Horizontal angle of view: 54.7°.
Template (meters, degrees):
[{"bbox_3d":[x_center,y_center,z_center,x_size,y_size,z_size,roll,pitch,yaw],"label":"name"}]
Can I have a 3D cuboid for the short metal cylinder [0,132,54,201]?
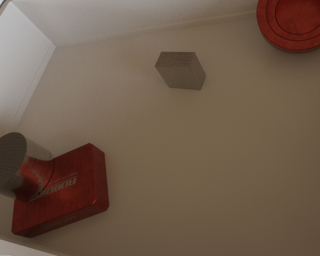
[{"bbox_3d":[-0.193,0.052,0.417,0.080,0.050,0.080,-13,56,21],"label":"short metal cylinder"}]

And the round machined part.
[{"bbox_3d":[0.169,-0.138,0.373,0.098,0.042,0.097,0,91,21],"label":"round machined part"}]

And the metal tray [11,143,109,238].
[{"bbox_3d":[-0.136,0.085,0.420,0.130,0.030,0.090,-23,53,14],"label":"metal tray"}]

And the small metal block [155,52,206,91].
[{"bbox_3d":[0.029,-0.077,0.421,0.050,0.050,0.025,9,67,32],"label":"small metal block"}]
